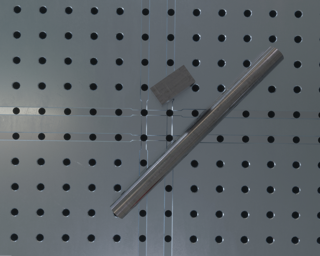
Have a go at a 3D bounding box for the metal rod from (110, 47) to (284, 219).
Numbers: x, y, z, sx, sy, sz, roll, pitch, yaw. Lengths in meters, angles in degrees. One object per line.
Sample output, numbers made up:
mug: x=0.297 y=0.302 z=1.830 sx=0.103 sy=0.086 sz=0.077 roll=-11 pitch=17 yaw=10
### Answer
metal rod: x=0.049 y=0.006 z=0.413 sx=0.300 sy=0.025 sz=0.025 roll=-45 pitch=90 yaw=0

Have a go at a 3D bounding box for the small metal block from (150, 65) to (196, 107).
small metal block: x=0.016 y=-0.053 z=0.401 sx=0.050 sy=0.050 sz=0.025 roll=-35 pitch=90 yaw=0
